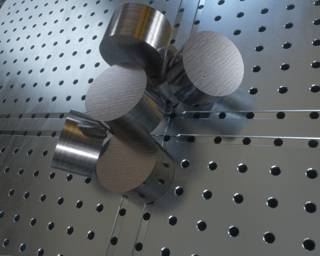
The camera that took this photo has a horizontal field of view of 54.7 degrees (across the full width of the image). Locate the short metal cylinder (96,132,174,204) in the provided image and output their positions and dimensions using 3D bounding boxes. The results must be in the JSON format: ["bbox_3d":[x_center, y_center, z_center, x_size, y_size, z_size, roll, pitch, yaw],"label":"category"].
[{"bbox_3d":[-0.029,0.047,0.378,0.080,0.050,0.080,-13,57,21],"label":"short metal cylinder"}]

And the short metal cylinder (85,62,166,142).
[{"bbox_3d":[-0.040,-0.031,0.367,0.080,0.050,0.080,-13,56,21],"label":"short metal cylinder"}]

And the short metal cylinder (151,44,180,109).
[{"bbox_3d":[-0.001,-0.073,0.437,0.080,0.050,0.080,-13,57,21],"label":"short metal cylinder"}]

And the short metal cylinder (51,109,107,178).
[{"bbox_3d":[-0.104,0.021,0.408,0.050,0.080,0.080,18,64,-12],"label":"short metal cylinder"}]

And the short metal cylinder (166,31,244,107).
[{"bbox_3d":[0.054,-0.070,0.379,0.080,0.080,0.050,-66,15,-19],"label":"short metal cylinder"}]

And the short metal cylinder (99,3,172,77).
[{"bbox_3d":[-0.029,-0.107,0.388,0.080,0.080,0.050,0,62,28],"label":"short metal cylinder"}]
